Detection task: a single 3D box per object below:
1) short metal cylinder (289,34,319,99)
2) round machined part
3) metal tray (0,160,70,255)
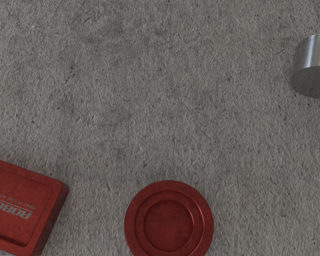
[{"bbox_3d":[0.218,-0.080,0.410,0.080,0.080,0.050,16,71,5],"label":"short metal cylinder"},{"bbox_3d":[0.010,0.113,0.358,0.099,0.042,0.098,0,70,0],"label":"round machined part"},{"bbox_3d":[-0.189,0.089,0.371,0.131,0.030,0.090,18,71,6],"label":"metal tray"}]
